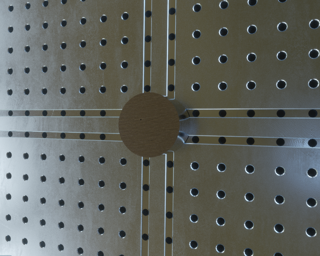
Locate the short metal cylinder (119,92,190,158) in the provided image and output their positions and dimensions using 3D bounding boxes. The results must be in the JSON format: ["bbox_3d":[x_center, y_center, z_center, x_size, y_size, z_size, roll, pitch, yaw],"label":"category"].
[{"bbox_3d":[-0.006,-0.004,0.402,0.080,0.050,0.080,0,90,20],"label":"short metal cylinder"}]
